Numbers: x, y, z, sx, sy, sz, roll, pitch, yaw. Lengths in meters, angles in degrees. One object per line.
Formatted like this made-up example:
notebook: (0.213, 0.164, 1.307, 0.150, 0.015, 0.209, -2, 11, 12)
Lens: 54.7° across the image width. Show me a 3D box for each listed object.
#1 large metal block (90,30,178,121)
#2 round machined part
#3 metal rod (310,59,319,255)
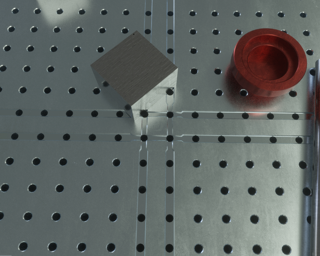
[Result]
large metal block: (-0.033, -0.071, 0.424, 0.080, 0.050, 0.080, -41, 75, -14)
round machined part: (0.148, -0.087, 0.435, 0.099, 0.042, 0.098, 0, 70, 0)
metal rod: (0.209, 0.043, 0.396, 0.025, 0.025, 0.299, 11, 70, 4)
